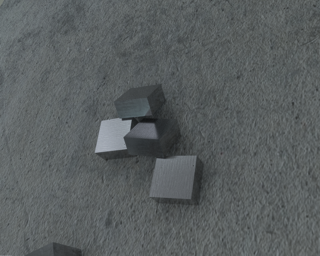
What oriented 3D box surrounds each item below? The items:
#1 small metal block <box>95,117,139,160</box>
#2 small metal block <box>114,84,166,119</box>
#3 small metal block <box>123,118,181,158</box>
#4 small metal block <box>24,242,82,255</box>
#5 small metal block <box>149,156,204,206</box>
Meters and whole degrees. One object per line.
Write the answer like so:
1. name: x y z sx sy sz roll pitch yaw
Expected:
1. small metal block: -0.057 0.014 0.425 0.050 0.025 0.050 -8 58 24
2. small metal block: -0.027 -0.037 0.425 0.050 0.025 0.050 -5 25 26
3. small metal block: -0.009 0.011 0.387 0.050 0.025 0.050 2 30 29
4. small metal block: -0.126 0.158 0.357 0.050 0.050 0.025 -28 52 11
5. small metal block: 0.020 0.060 0.357 0.050 0.025 0.050 -3 60 26
